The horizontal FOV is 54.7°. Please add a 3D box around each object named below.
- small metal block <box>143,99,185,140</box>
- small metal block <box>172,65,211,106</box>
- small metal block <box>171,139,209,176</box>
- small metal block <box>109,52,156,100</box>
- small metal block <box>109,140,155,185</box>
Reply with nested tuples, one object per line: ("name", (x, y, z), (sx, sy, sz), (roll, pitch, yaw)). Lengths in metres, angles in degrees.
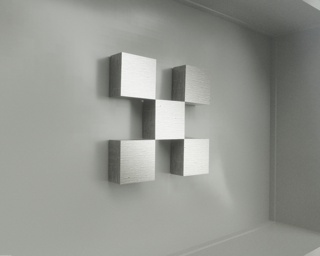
("small metal block", (0.006, -0.010, 0.408), (0.050, 0.025, 0.050), (1, 90, -40))
("small metal block", (0.045, -0.059, 0.441), (0.050, 0.025, 0.050), (3, 88, -40))
("small metal block", (0.043, 0.040, 0.440), (0.050, 0.025, 0.050), (2, 89, -40))
("small metal block", (-0.033, -0.061, 0.376), (0.050, 0.025, 0.050), (2, 89, -40))
("small metal block", (-0.034, 0.039, 0.376), (0.050, 0.025, 0.050), (1, 90, -40))
